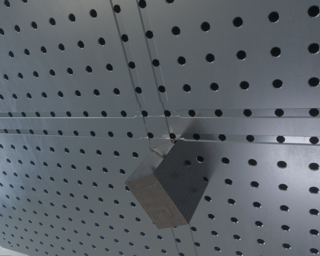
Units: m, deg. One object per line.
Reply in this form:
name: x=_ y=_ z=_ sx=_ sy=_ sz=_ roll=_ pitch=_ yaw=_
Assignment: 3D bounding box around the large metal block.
large metal block: x=0.012 y=0.074 z=0.416 sx=0.050 sy=0.080 sz=0.080 roll=-24 pitch=106 yaw=37
